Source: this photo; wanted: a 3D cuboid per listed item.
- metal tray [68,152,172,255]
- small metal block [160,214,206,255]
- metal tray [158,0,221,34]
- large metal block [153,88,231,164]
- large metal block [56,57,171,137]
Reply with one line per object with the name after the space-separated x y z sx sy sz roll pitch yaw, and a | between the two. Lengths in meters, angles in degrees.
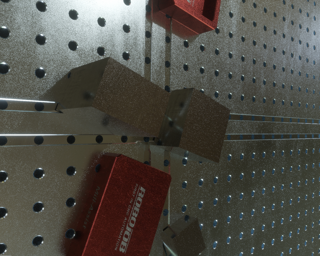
-0.044 0.104 0.370 0.090 0.030 0.130 28 73 -37 | metal tray
0.034 0.160 0.438 0.050 0.025 0.050 -27 107 -37 | small metal block
0.051 -0.215 0.447 0.091 0.030 0.129 16 80 -39 | metal tray
0.046 -0.001 0.431 0.080 0.050 0.080 24 75 -37 | large metal block
-0.050 -0.028 0.331 0.080 0.080 0.050 27 74 -37 | large metal block
